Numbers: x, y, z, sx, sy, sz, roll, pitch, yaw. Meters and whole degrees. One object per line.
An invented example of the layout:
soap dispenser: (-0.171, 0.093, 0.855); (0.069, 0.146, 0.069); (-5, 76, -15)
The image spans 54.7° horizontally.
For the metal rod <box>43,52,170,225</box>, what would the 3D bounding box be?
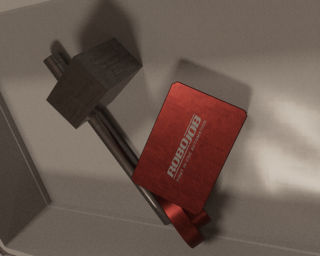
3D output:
metal rod: (-0.067, 0.023, 0.456); (0.025, 0.025, 0.299); (-25, 105, 36)

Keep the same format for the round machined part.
round machined part: (0.034, 0.109, 0.423); (0.042, 0.098, 0.098); (-35, 102, -2)

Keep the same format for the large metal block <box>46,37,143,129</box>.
large metal block: (-0.079, -0.055, 0.379); (0.050, 0.080, 0.080); (46, 129, -4)

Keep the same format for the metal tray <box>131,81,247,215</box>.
metal tray: (0.033, 0.022, 0.362); (0.090, 0.030, 0.129); (25, 98, 12)

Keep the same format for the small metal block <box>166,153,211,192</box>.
small metal block: (0.039, 0.055, 0.405); (0.050, 0.050, 0.025); (32, 128, 6)
